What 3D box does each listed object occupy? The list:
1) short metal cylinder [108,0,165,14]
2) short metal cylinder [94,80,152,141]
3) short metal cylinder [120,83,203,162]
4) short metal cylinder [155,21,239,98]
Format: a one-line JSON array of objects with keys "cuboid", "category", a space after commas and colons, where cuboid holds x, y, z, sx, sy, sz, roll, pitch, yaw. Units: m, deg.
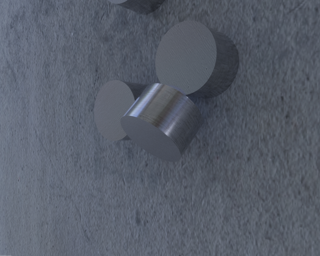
[{"cuboid": [-0.032, -0.199, 0.413, 0.080, 0.050, 0.079, 0, 90, 39], "category": "short metal cylinder"}, {"cuboid": [-0.045, -0.023, 0.423, 0.080, 0.050, 0.079, 0, 90, 39], "category": "short metal cylinder"}, {"cuboid": [0.002, -0.005, 0.357, 0.080, 0.080, 0.050, 15, 59, 38], "category": "short metal cylinder"}, {"cuboid": [0.042, -0.075, 0.353, 0.080, 0.050, 0.079, 0, 90, 39], "category": "short metal cylinder"}]
